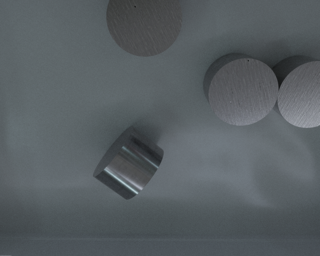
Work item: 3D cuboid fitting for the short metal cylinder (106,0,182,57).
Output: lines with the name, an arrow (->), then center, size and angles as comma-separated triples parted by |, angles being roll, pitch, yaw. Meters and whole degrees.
short metal cylinder -> -0.017, -0.125, 0.352 | 0.081, 0.050, 0.079 | 0, 110, 0

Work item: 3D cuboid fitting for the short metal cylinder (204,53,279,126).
short metal cylinder -> 0.096, -0.049, 0.381 | 0.081, 0.050, 0.079 | 0, 110, 0

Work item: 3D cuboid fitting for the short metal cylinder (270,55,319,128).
short metal cylinder -> 0.177, -0.046, 0.382 | 0.081, 0.050, 0.079 | 0, 110, 0

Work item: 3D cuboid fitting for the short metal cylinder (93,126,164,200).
short metal cylinder -> -0.040, 0.044, 0.398 | 0.050, 0.080, 0.080 | 39, 105, -13
